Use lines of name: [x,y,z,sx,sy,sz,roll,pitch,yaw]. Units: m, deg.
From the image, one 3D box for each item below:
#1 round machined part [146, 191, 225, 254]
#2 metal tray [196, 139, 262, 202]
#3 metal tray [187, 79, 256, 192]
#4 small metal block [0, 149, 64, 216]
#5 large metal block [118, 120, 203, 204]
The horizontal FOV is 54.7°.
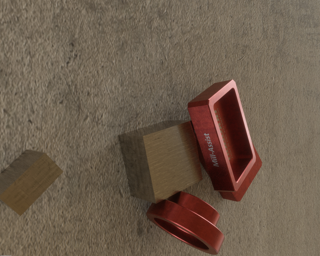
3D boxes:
round machined part: [0.035,0.113,0.387,0.098,0.098,0.042,46,62,-30]
metal tray: [0.109,0.041,0.493,0.090,0.030,0.130,-48,119,-29]
metal tray: [0.089,0.009,0.422,0.091,0.030,0.129,-38,114,-48]
small metal block: [-0.125,0.047,0.284,0.050,0.050,0.025,-50,120,-28]
large metal block: [0.002,0.038,0.390,0.081,0.050,0.079,-18,101,-39]
